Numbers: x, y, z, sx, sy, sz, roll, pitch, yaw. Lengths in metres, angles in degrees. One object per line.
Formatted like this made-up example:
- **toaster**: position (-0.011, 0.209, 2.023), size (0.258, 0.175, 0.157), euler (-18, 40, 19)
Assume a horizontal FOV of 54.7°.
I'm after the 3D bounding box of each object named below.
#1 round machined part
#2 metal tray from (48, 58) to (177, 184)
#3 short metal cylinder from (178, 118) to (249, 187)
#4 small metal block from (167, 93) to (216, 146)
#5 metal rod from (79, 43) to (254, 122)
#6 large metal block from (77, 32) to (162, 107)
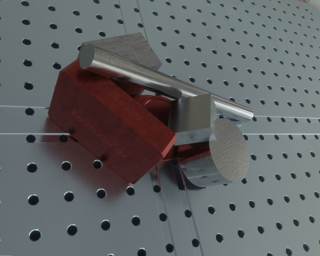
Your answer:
- **round machined part**: position (-0.005, -0.003, 0.401), size (0.099, 0.042, 0.098), euler (14, 56, -21)
- **metal tray**: position (-0.056, -0.003, 0.338), size (0.130, 0.090, 0.030), euler (40, 51, -2)
- **short metal cylinder**: position (0.069, 0.033, 0.396), size (0.081, 0.050, 0.080), euler (17, 64, -39)
- **small metal block**: position (0.038, -0.010, 0.364), size (0.025, 0.050, 0.050), euler (57, 32, -47)
- **metal rod**: position (0.036, -0.044, 0.395), size (0.302, 0.025, 0.025), euler (12, 54, -45)
- **large metal block**: position (-0.057, -0.066, 0.381), size (0.081, 0.080, 0.050), euler (-23, 75, -37)
